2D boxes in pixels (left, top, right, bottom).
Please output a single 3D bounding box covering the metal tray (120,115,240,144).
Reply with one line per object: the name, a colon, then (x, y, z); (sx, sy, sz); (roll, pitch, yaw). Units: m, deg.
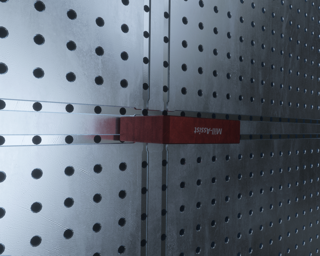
metal tray: (0.027, 0.003, 0.391); (0.131, 0.090, 0.030); (2, 89, -40)
